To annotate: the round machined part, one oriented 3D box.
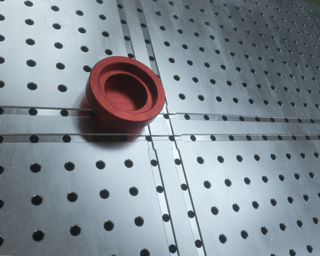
[{"bbox_3d":[-0.046,-0.041,0.397,0.099,0.042,0.098,13,56,-21],"label":"round machined part"}]
